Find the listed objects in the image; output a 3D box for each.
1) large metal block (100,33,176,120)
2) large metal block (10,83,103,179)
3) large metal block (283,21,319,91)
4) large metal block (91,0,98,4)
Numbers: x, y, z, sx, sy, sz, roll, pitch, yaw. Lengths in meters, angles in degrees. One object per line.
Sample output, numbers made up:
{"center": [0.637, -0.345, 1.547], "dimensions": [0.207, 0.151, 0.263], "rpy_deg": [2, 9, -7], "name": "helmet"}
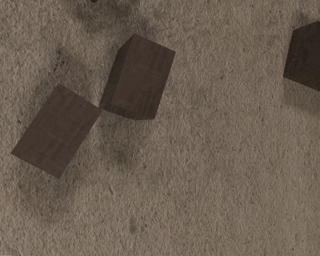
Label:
{"center": [-0.030, -0.055, 0.369], "dimensions": [0.050, 0.080, 0.080], "rpy_deg": [20, 84, -19], "name": "large metal block"}
{"center": [-0.112, 0.003, 0.339], "dimensions": [0.050, 0.080, 0.080], "rpy_deg": [34, 79, -17], "name": "large metal block"}
{"center": [0.252, -0.110, 0.491], "dimensions": [0.081, 0.050, 0.080], "rpy_deg": [16, 85, -20], "name": "large metal block"}
{"center": [-0.070, -0.213, 0.370], "dimensions": [0.080, 0.050, 0.080], "rpy_deg": [-40, 103, -16], "name": "large metal block"}
